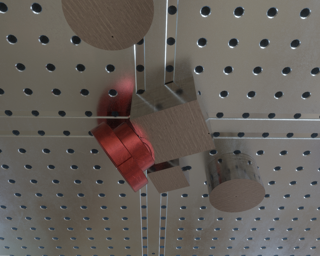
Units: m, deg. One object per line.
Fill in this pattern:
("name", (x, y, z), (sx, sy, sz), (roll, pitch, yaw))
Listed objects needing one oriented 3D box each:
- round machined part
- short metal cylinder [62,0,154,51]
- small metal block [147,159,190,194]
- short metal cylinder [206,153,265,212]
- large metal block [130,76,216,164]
("round machined part", (-0.044, 0.031, 0.400), (0.042, 0.098, 0.098), (-36, 128, -12))
("short metal cylinder", (-0.046, -0.121, 0.292), (0.081, 0.050, 0.079), (0, 130, 0))
("small metal block", (0.013, 0.070, 0.471), (0.050, 0.025, 0.050), (-17, 129, 13))
("short metal cylinder", (0.112, 0.083, 0.468), (0.081, 0.050, 0.079), (0, 131, 0))
("large metal block", (0.017, -0.008, 0.389), (0.080, 0.050, 0.080), (-16, 129, 13))
